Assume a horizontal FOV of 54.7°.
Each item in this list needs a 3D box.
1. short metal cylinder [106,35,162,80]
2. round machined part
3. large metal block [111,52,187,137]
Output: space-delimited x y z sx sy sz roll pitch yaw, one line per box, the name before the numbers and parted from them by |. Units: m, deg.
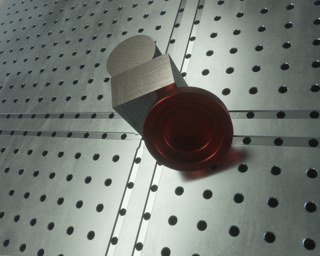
short metal cylinder | -0.032 -0.092 0.466 0.080 0.050 0.080 -13 56 21
round machined part | 0.032 -0.002 0.356 0.098 0.098 0.042 -22 22 15
large metal block | -0.007 -0.038 0.400 0.080 0.080 0.050 -21 54 16
